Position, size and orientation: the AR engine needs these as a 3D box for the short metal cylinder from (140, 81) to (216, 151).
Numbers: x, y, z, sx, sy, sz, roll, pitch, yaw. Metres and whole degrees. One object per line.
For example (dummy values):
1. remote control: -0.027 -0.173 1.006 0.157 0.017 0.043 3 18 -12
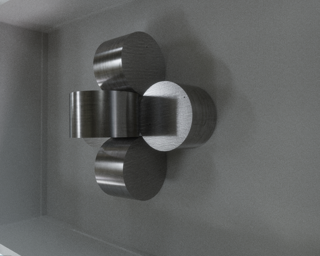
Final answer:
1. short metal cylinder: 0.020 -0.014 0.372 0.080 0.050 0.080 0 90 40

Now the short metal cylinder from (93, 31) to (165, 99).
1. short metal cylinder: -0.038 -0.079 0.400 0.050 0.081 0.080 -2 89 39

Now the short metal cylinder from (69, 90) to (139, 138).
1. short metal cylinder: -0.065 -0.014 0.365 0.080 0.081 0.050 -1 89 40

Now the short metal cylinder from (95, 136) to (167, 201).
1. short metal cylinder: -0.036 0.050 0.398 0.050 0.081 0.080 -2 89 39

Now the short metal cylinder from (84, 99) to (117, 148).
1. short metal cylinder: -0.073 -0.013 0.449 0.080 0.050 0.080 0 90 40
